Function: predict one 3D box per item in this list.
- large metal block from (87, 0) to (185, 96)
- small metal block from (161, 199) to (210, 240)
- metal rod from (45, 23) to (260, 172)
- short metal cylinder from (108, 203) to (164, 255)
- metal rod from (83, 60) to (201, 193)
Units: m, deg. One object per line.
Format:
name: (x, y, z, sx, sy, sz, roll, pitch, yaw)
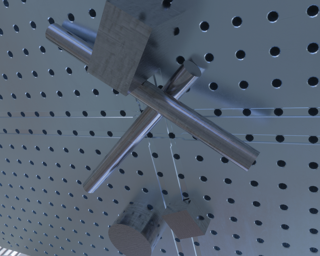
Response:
large metal block: (-0.025, -0.093, 0.332, 0.050, 0.080, 0.079, 33, 129, 7)
small metal block: (0.039, 0.141, 0.478, 0.050, 0.025, 0.050, -26, 104, 37)
metal rod: (-0.021, -0.045, 0.366, 0.300, 0.025, 0.025, 34, 129, 16)
short metal cylinder: (-0.039, 0.175, 0.524, 0.080, 0.050, 0.079, 13, 124, 21)
metal rod: (-0.043, 0.017, 0.444, 0.025, 0.025, 0.298, 42, 129, -1)
